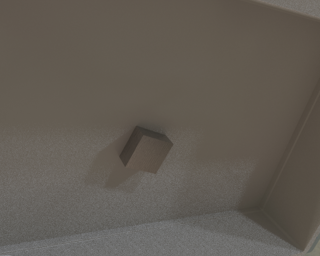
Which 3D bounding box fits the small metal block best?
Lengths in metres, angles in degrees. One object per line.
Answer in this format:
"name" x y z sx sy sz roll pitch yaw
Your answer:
"small metal block" -0.018 0.030 0.417 0.050 0.025 0.050 19 108 -35
